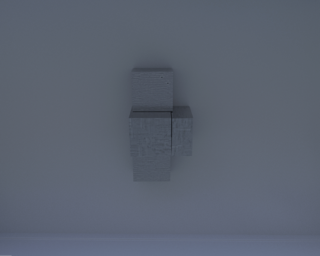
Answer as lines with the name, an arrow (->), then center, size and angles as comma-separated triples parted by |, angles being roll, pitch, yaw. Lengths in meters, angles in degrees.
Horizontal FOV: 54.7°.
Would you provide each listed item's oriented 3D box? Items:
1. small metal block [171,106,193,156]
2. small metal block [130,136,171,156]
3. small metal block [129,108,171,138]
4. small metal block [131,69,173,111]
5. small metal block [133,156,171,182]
small metal block -> 0.027, 0.003, 0.397 | 0.025, 0.050, 0.050 | 0, 110, 0
small metal block -> -0.011, 0.014, 0.401 | 0.050, 0.050, 0.025 | 0, 110, 0
small metal block -> -0.012, -0.009, 0.393 | 0.050, 0.050, 0.025 | 0, 110, 0
small metal block -> -0.009, -0.048, 0.391 | 0.050, 0.025, 0.050 | 0, 110, 0
small metal block -> -0.011, 0.045, 0.426 | 0.050, 0.025, 0.050 | 0, 110, 0
